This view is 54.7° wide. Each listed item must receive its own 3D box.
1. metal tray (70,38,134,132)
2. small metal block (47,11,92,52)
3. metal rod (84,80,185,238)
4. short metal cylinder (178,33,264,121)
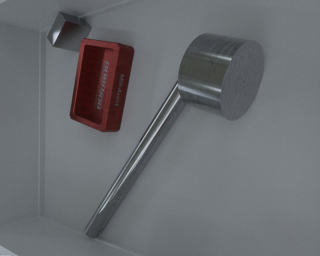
[{"bbox_3d":[-0.092,-0.067,0.476,0.090,0.030,0.129,19,102,38],"label":"metal tray"},{"bbox_3d":[-0.149,-0.157,0.511,0.050,0.050,0.025,-50,61,28],"label":"small metal block"},{"bbox_3d":[-0.035,0.051,0.433,0.025,0.025,0.298,47,118,29],"label":"metal rod"},{"bbox_3d":[0.064,-0.053,0.317,0.050,0.081,0.079,24,105,37],"label":"short metal cylinder"}]
